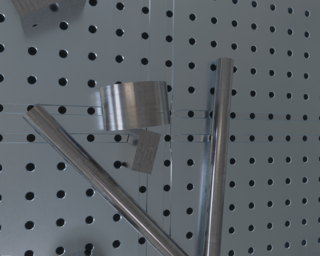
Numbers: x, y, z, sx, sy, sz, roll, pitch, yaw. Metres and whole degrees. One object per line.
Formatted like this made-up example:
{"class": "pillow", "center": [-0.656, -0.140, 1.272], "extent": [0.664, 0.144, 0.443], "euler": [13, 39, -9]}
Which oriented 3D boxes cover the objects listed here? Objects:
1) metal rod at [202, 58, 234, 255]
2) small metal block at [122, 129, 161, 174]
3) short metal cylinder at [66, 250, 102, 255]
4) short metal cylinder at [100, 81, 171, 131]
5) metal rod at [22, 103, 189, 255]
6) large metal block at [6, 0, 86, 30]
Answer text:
{"class": "metal rod", "center": [0.083, 0.050, 0.443], "extent": [0.025, 0.025, 0.298], "euler": [5, 88, -20]}
{"class": "small metal block", "center": [-0.025, 0.028, 0.391], "extent": [0.025, 0.050, 0.050], "euler": [16, 85, -20]}
{"class": "short metal cylinder", "center": [-0.091, 0.194, 0.366], "extent": [0.081, 0.050, 0.079], "euler": [0, 90, -20]}
{"class": "short metal cylinder", "center": [-0.029, -0.026, 0.373], "extent": [0.081, 0.080, 0.050], "euler": [-7, 93, -20]}
{"class": "metal rod", "center": [-0.053, 0.089, 0.393], "extent": [0.025, 0.025, 0.300], "euler": [-45, 104, -14]}
{"class": "large metal block", "center": [-0.138, -0.170, 0.348], "extent": [0.080, 0.050, 0.080], "euler": [-29, 100, -18]}
